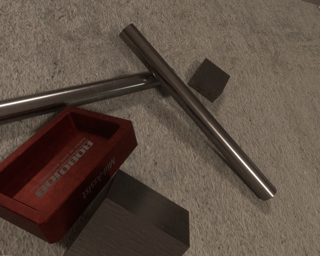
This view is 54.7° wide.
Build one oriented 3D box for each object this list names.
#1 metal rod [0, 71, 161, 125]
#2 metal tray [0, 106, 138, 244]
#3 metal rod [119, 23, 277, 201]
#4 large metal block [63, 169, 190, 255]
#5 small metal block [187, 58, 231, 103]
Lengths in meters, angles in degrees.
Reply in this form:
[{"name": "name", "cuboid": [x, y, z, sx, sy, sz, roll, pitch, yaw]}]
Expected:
[{"name": "metal rod", "cuboid": [-0.101, -0.038, 0.373, 0.302, 0.025, 0.025, -19, 72, -36]}, {"name": "metal tray", "cuboid": [-0.093, 0.034, 0.298, 0.090, 0.030, 0.131, 14, 45, 26]}, {"name": "metal rod", "cuboid": [0.053, -0.020, 0.424, 0.300, 0.025, 0.025, 49, 51, -3]}, {"name": "large metal block", "cuboid": [-0.029, 0.099, 0.284, 0.080, 0.080, 0.050, 33, 18, -7]}, {"name": "small metal block", "cuboid": [0.079, -0.077, 0.495, 0.050, 0.025, 0.050, 36, 51, -4]}]
